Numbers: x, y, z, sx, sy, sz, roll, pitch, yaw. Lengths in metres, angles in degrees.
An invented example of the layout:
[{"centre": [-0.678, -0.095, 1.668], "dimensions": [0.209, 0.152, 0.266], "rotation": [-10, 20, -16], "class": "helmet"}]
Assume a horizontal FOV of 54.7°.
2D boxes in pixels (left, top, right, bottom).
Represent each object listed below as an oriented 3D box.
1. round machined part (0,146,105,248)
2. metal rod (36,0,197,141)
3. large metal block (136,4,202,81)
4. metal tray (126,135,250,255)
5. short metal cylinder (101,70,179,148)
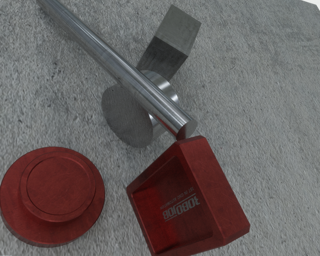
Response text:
[{"centre": [-0.101, 0.062, 0.301], "dimensions": [0.099, 0.042, 0.098], "rotation": [14, 56, -21], "class": "round machined part"}, {"centre": [-0.068, -0.088, 0.353], "dimensions": [0.025, 0.025, 0.300], "rotation": [-20, 51, -36], "class": "metal rod"}, {"centre": [0.010, -0.114, 0.445], "dimensions": [0.050, 0.080, 0.080], "rotation": [29, 52, -10], "class": "large metal block"}, {"centre": [0.017, 0.075, 0.301], "dimensions": [0.030, 0.129, 0.090], "rotation": [-13, 69, -34], "class": "metal tray"}, {"centre": [-0.023, -0.023, 0.371], "dimensions": [0.080, 0.080, 0.050], "rotation": [48, 51, 5], "class": "short metal cylinder"}]
